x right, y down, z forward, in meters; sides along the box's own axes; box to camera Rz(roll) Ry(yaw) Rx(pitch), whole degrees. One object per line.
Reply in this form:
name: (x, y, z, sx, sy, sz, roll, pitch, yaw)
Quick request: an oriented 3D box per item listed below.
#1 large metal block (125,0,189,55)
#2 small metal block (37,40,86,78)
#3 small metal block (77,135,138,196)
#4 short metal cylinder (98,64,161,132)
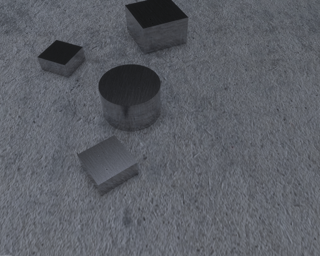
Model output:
large metal block: (-0.007, -0.180, 0.538, 0.081, 0.050, 0.080, -20, 53, -16)
small metal block: (-0.156, -0.111, 0.496, 0.050, 0.025, 0.050, 18, 52, 14)
small metal block: (-0.061, 0.043, 0.366, 0.050, 0.025, 0.050, -29, 56, -23)
short metal cylinder: (-0.039, -0.042, 0.422, 0.081, 0.050, 0.080, 0, 50, 0)
